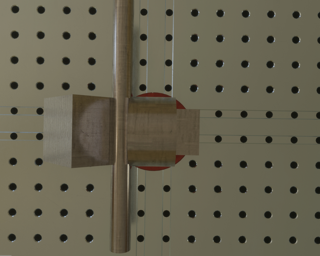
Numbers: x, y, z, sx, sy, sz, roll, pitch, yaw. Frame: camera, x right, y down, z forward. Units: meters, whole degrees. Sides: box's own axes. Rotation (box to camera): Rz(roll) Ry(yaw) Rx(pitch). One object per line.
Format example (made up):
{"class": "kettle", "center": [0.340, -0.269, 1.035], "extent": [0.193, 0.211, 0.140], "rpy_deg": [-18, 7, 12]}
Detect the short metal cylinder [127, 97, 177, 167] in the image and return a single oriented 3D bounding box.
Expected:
{"class": "short metal cylinder", "center": [-0.008, 0.004, 0.356], "extent": [0.050, 0.080, 0.079], "rpy_deg": [1, 90, 0]}

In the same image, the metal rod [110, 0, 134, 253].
{"class": "metal rod", "center": [-0.046, -0.004, 0.371], "extent": [0.025, 0.025, 0.298], "rpy_deg": [1, 90, -1]}

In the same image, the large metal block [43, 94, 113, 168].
{"class": "large metal block", "center": [-0.102, 0.003, 0.379], "extent": [0.050, 0.080, 0.079], "rpy_deg": [1, 90, -42]}

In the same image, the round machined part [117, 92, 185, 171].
{"class": "round machined part", "center": [-0.008, 0.004, 0.404], "extent": [0.099, 0.042, 0.097], "rpy_deg": [0, 90, -1]}

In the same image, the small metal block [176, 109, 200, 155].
{"class": "small metal block", "center": [0.030, 0.004, 0.359], "extent": [0.025, 0.050, 0.050], "rpy_deg": [1, 90, 0]}
